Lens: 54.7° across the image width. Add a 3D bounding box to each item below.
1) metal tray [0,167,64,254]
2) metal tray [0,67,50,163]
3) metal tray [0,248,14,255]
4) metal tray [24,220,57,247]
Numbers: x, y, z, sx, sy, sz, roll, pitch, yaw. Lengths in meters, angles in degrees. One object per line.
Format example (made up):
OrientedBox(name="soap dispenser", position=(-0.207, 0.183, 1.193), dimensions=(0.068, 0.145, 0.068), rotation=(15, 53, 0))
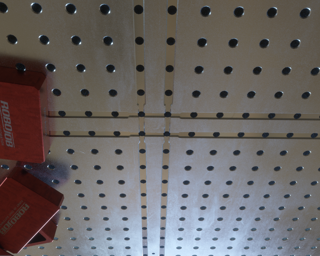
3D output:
OrientedBox(name="metal tray", position=(-0.228, 0.133, 0.491), dimensions=(0.090, 0.030, 0.130), rotation=(39, 108, -17))
OrientedBox(name="metal tray", position=(-0.192, -0.014, 0.394), dimensions=(0.091, 0.030, 0.129), rotation=(8, 130, -7))
OrientedBox(name="metal tray", position=(-0.298, 0.207, 0.516), dimensions=(0.090, 0.030, 0.130), rotation=(-4, 135, 36))
OrientedBox(name="metal tray", position=(-0.267, 0.180, 0.557), dimensions=(0.130, 0.030, 0.090), rotation=(-14, 129, 11))
